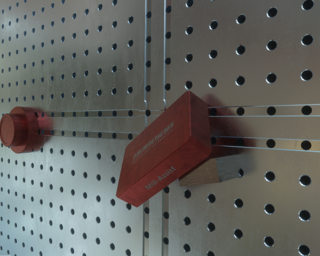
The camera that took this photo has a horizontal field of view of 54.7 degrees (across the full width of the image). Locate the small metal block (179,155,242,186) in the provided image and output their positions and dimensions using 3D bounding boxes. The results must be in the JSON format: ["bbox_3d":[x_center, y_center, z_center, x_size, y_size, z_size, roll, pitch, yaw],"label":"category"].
[{"bbox_3d":[0.055,0.047,0.346,0.050,0.050,0.025,-14,81,39],"label":"small metal block"}]

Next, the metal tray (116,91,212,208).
[{"bbox_3d":[0.002,0.026,0.370,0.129,0.030,0.090,-42,26,31],"label":"metal tray"}]

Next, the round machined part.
[{"bbox_3d":[-0.296,0.004,0.638,0.098,0.042,0.097,0,90,39],"label":"round machined part"}]
